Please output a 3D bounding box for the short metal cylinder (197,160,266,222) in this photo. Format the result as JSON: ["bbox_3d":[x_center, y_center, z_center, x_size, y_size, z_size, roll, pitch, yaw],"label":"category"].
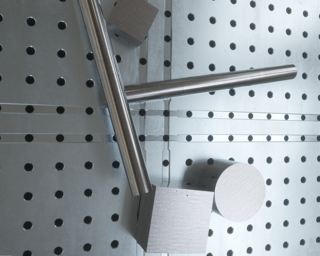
[{"bbox_3d":[0.100,0.086,0.438,0.081,0.050,0.079,0,90,-21],"label":"short metal cylinder"}]

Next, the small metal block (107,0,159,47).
[{"bbox_3d":[-0.037,-0.141,0.400,0.050,0.025,0.050,28,81,-18],"label":"small metal block"}]

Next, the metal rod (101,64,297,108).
[{"bbox_3d":[0.068,-0.063,0.439,0.303,0.025,0.025,-11,94,-20],"label":"metal rod"}]

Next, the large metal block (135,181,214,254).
[{"bbox_3d":[0.018,0.116,0.407,0.081,0.050,0.080,10,87,-20],"label":"large metal block"}]

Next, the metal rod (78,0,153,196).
[{"bbox_3d":[-0.061,-0.068,0.367,0.025,0.025,0.298,-15,87,-20],"label":"metal rod"}]
